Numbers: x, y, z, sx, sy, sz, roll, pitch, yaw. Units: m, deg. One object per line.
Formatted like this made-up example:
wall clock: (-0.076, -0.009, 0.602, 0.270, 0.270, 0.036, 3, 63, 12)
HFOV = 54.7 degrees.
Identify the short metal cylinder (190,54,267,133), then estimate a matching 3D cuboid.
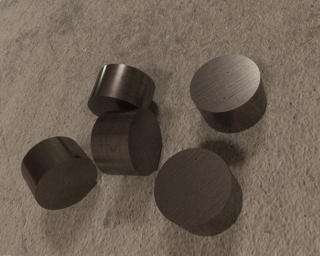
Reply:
short metal cylinder: (0.082, -0.040, 0.369, 0.080, 0.050, 0.080, -13, 56, 20)

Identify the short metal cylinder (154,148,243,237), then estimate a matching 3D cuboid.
short metal cylinder: (0.041, 0.067, 0.324, 0.080, 0.050, 0.080, -13, 56, 20)

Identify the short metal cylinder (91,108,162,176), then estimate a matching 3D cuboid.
short metal cylinder: (-0.038, 0.018, 0.377, 0.050, 0.080, 0.080, -3, 61, 27)

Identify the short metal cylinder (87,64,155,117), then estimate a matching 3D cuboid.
short metal cylinder: (-0.051, -0.042, 0.420, 0.080, 0.080, 0.050, 0, 62, 28)

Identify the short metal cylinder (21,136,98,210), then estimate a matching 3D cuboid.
short metal cylinder: (-0.129, 0.058, 0.399, 0.080, 0.080, 0.050, -47, 52, -4)
